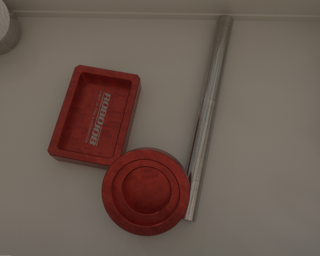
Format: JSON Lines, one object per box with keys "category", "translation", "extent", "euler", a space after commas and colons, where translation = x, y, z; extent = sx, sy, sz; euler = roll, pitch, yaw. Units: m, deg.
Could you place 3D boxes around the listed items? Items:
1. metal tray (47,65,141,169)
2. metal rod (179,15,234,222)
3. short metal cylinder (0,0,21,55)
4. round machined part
{"category": "metal tray", "translation": [-0.082, -0.015, 0.411], "extent": [0.091, 0.030, 0.130], "euler": [10, 70, 3]}
{"category": "metal rod", "translation": [0.065, -0.027, 0.420], "extent": [0.025, 0.025, 0.299], "euler": [13, 70, 4]}
{"category": "short metal cylinder", "translation": [-0.245, -0.145, 0.432], "extent": [0.081, 0.050, 0.079], "euler": [0, 91, -9]}
{"category": "round machined part", "translation": [-0.015, 0.071, 0.362], "extent": [0.099, 0.042, 0.097], "euler": [0, 93, 5]}
